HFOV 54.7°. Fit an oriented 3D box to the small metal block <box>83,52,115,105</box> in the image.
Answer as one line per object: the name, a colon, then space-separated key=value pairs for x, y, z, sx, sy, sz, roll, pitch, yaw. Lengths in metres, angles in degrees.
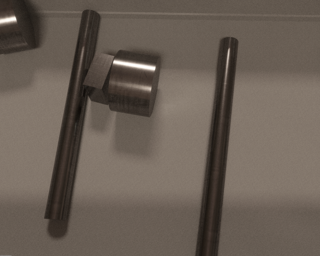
small metal block: x=-0.078 y=-0.066 z=0.420 sx=0.025 sy=0.050 sz=0.050 roll=15 pitch=71 yaw=5

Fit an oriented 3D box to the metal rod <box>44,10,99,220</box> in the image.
metal rod: x=-0.115 y=-0.031 z=0.419 sx=0.025 sy=0.025 sz=0.299 roll=4 pitch=70 yaw=1

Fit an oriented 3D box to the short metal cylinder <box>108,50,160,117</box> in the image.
short metal cylinder: x=-0.031 y=-0.057 z=0.401 sx=0.050 sy=0.080 sz=0.080 roll=10 pitch=70 yaw=3

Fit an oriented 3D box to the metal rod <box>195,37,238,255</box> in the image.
metal rod: x=0.078 y=0.012 z=0.406 sx=0.025 sy=0.025 sz=0.299 roll=9 pitch=70 yaw=3

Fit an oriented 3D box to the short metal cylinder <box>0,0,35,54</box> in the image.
short metal cylinder: x=-0.215 y=-0.147 z=0.431 sx=0.050 sy=0.080 sz=0.080 roll=-13 pitch=71 yaw=-5
